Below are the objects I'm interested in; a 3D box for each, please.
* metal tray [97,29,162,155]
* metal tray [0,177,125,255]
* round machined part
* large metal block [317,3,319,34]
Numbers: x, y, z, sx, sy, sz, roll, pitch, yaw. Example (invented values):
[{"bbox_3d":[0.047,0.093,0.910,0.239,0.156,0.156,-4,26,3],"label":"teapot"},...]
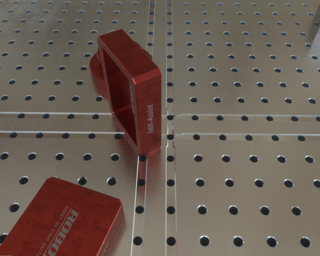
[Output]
[{"bbox_3d":[-0.034,-0.039,0.372,0.030,0.129,0.090,-25,55,-19],"label":"metal tray"},{"bbox_3d":[-0.102,0.119,0.303,0.090,0.030,0.130,16,52,13],"label":"metal tray"},{"bbox_3d":[-0.061,-0.103,0.482,0.099,0.042,0.098,0,50,0],"label":"round machined part"},{"bbox_3d":[0.339,-0.209,0.569,0.080,0.050,0.080,13,51,11],"label":"large metal block"}]
